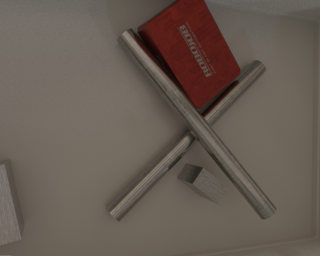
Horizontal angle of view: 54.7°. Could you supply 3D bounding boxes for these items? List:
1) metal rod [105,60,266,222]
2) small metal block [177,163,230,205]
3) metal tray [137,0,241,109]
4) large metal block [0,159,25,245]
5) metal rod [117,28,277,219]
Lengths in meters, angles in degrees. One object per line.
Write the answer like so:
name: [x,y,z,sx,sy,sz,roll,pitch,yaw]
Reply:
metal rod: [0.045,0.008,0.428,0.301,0.025,0.025,-44,104,-15]
small metal block: [0.058,0.075,0.420,0.050,0.050,0.025,39,78,-16]
metal tray: [0.043,-0.102,0.415,0.090,0.030,0.130,-41,112,-16]
large metal block: [-0.196,0.083,0.325,0.081,0.050,0.079,-12,94,-20]
metal rod: [0.050,-0.003,0.403,0.025,0.025,0.300,-40,93,-16]
